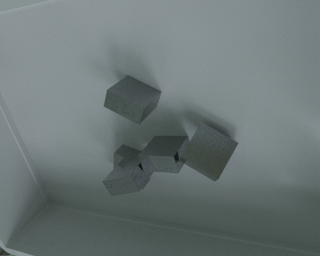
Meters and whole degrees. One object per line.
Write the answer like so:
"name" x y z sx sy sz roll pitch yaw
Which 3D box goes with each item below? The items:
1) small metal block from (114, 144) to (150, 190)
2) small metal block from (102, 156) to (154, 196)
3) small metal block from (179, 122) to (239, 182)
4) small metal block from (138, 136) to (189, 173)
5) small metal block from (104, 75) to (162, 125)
"small metal block" -0.041 0.059 0.465 0.050 0.025 0.050 18 126 17
"small metal block" -0.041 0.064 0.420 0.050 0.050 0.025 -17 109 34
"small metal block" 0.059 0.029 0.376 0.050 0.050 0.025 30 165 8
"small metal block" 0.008 0.034 0.408 0.050 0.050 0.025 -1 118 28
"small metal block" -0.033 -0.036 0.386 0.050 0.050 0.025 28 128 10
